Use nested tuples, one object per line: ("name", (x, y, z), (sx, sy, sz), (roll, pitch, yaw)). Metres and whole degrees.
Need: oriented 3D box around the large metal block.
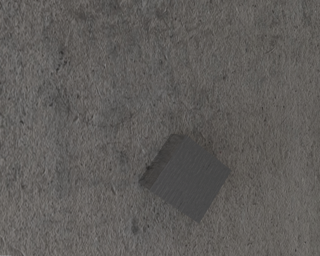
("large metal block", (0.032, 0.064, 0.407), (0.080, 0.050, 0.080), (38, 78, -16))
